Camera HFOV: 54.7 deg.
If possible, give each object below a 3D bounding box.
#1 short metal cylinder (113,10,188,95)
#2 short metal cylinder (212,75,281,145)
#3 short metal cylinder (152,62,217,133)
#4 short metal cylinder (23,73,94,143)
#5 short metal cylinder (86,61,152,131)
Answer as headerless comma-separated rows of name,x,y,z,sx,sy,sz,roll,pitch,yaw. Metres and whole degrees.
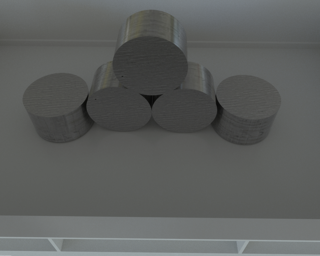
short metal cylinder,-0.010,-0.083,0.347,0.080,0.080,0.050,1,50,1
short metal cylinder,0.111,-0.025,0.408,0.080,0.050,0.080,0,50,0
short metal cylinder,0.031,-0.038,0.399,0.080,0.080,0.050,1,50,1
short metal cylinder,-0.131,-0.027,0.409,0.080,0.050,0.080,0,50,0
short metal cylinder,-0.050,-0.040,0.400,0.080,0.080,0.050,1,50,1
